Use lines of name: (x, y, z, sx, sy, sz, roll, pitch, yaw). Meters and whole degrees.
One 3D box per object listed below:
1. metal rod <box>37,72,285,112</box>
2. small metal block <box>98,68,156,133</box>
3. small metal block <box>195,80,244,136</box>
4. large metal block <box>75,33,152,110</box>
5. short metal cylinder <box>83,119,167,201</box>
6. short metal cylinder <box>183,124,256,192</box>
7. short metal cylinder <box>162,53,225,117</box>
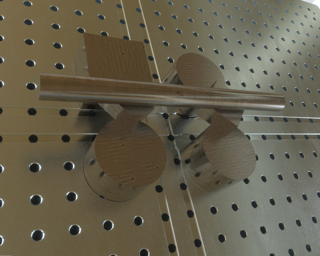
metal rod: (0.025, -0.036, 0.347, 0.303, 0.025, 0.025, 1, 62, -28)
small metal block: (-0.033, -0.032, 0.346, 0.050, 0.025, 0.050, 42, 51, 1)
small metal block: (0.081, -0.027, 0.404, 0.050, 0.025, 0.050, 35, 51, -5)
large metal block: (-0.061, -0.070, 0.401, 0.081, 0.050, 0.080, 1, 61, -28)
short metal cylinder: (-0.040, 0.036, 0.347, 0.081, 0.050, 0.080, 14, 56, -21)
short metal cylinder: (0.078, 0.039, 0.410, 0.081, 0.050, 0.080, 14, 56, -21)
short metal cylinder: (0.048, -0.063, 0.456, 0.081, 0.050, 0.080, 14, 56, -21)
